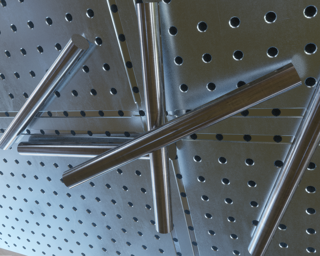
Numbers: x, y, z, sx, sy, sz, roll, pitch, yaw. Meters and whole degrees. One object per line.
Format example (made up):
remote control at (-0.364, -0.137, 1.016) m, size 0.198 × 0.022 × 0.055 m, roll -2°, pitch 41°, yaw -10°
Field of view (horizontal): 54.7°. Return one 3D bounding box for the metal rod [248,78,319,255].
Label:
metal rod at (0.154, 0.053, 0.362) m, size 0.025 × 0.025 × 0.298 m, roll 19°, pitch 126°, yaw 17°

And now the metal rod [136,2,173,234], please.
metal rod at (-0.003, 0.004, 0.387) m, size 0.025 × 0.025 × 0.298 m, roll 6°, pitch 113°, yaw 25°

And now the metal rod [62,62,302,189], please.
metal rod at (0.008, 0.007, 0.358) m, size 0.300 × 0.025 × 0.025 m, roll -26°, pitch 105°, yaw 20°

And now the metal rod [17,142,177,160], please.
metal rod at (-0.115, 0.034, 0.490) m, size 0.300 × 0.025 × 0.025 m, roll -1°, pitch 118°, yaw 28°

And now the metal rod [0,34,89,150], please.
metal rod at (-0.196, -0.040, 0.486) m, size 0.025 × 0.025 × 0.299 m, roll 49°, pitch 128°, yaw -6°
